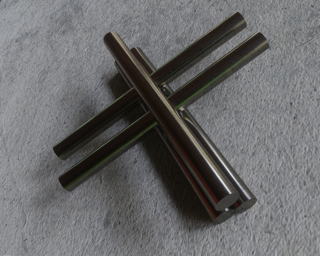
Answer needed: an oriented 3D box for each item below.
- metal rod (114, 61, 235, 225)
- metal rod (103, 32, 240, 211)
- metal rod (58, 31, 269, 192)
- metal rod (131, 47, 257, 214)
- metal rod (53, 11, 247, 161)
[{"bbox_3d":[0.002,-0.008,0.408,0.025,0.025,0.300,-36,51,4],"label":"metal rod"},{"bbox_3d":[-0.006,-0.033,0.363,0.025,0.025,0.300,-37,51,3],"label":"metal rod"},{"bbox_3d":[0.002,-0.018,0.382,0.300,0.025,0.025,-36,51,3],"label":"metal rod"},{"bbox_3d":[0.023,-0.020,0.404,0.025,0.025,0.300,-36,51,4],"label":"metal rod"},{"bbox_3d":[-0.016,-0.054,0.413,0.300,0.025,0.025,-36,51,3],"label":"metal rod"}]
